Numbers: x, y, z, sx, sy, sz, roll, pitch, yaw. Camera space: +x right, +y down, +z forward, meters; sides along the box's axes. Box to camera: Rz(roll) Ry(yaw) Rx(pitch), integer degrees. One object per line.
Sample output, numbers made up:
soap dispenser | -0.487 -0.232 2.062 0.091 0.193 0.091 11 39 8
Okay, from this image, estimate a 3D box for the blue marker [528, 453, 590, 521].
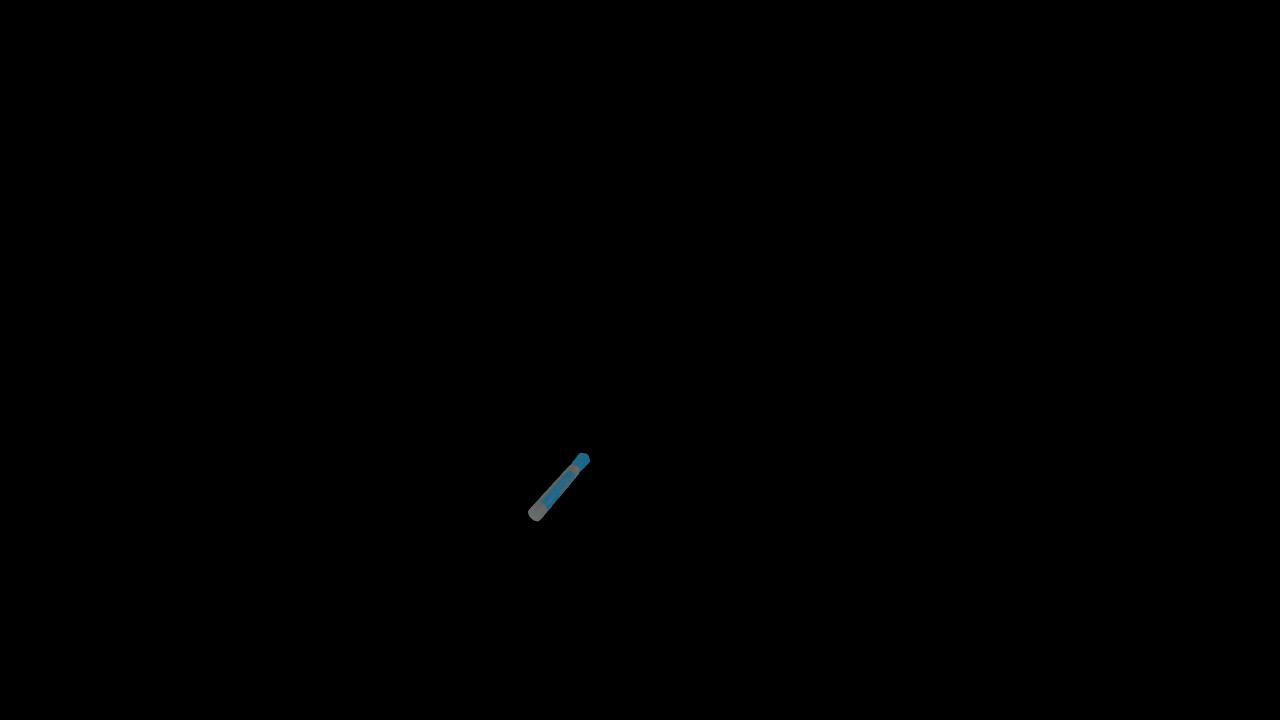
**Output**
blue marker | -0.100 0.159 0.788 0.020 0.020 0.121 0 29 32
